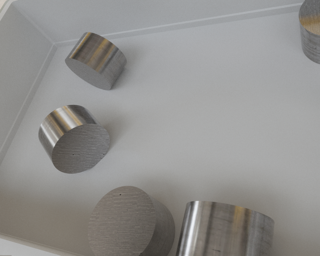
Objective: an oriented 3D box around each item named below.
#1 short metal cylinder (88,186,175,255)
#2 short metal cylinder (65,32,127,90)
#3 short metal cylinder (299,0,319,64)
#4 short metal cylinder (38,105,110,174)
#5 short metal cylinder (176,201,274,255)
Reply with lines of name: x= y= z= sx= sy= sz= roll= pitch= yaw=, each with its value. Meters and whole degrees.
short metal cylinder: x=-0.030 y=0.110 z=0.338 sx=0.080 sy=0.050 sz=0.080 roll=-13 pitch=56 yaw=21
short metal cylinder: x=-0.100 y=-0.103 z=0.486 sx=0.080 sy=0.080 sz=0.050 roll=18 pitch=72 yaw=35
short metal cylinder: x=0.205 y=-0.118 z=0.355 sx=0.080 sy=0.050 sz=0.080 roll=-13 pitch=56 yaw=21
short metal cylinder: x=-0.116 y=0.015 z=0.422 sx=0.080 sy=0.080 sz=0.050 roll=-45 pitch=51 yaw=-3
short metal cylinder: x=0.058 y=0.102 z=0.277 sx=0.080 sy=0.080 sz=0.050 roll=1 pitch=62 yaw=29
